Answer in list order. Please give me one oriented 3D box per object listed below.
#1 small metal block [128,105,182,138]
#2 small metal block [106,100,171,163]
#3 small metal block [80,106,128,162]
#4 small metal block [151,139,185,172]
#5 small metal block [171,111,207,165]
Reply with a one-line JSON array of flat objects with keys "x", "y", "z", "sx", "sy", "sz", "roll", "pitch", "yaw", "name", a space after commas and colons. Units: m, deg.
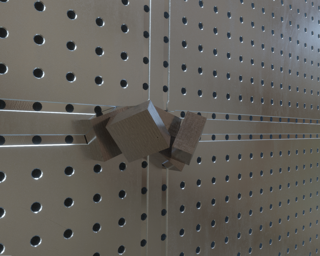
[{"x": -0.010, "y": -0.008, "z": 0.386, "sx": 0.050, "sy": 0.050, "sz": 0.025, "roll": 24, "pitch": 75, "yaw": -38, "name": "small metal block"}, {"x": -0.023, "y": 0.004, "z": 0.339, "sx": 0.050, "sy": 0.050, "sz": 0.025, "roll": 61, "pitch": 17, "yaw": -23, "name": "small metal block"}, {"x": -0.058, "y": 0.006, "z": 0.362, "sx": 0.050, "sy": 0.025, "sz": 0.050, "roll": -25, "pitch": 106, "yaw": -37, "name": "small metal block"}, {"x": 0.017, "y": 0.025, "z": 0.426, "sx": 0.050, "sy": 0.025, "sz": 0.050, "roll": 43, "pitch": 64, "yaw": -32, "name": "small metal block"}, {"x": 0.036, "y": 0.014, "z": 0.390, "sx": 0.050, "sy": 0.025, "sz": 0.050, "roll": 88, "pitch": 25, "yaw": -68, "name": "small metal block"}]
